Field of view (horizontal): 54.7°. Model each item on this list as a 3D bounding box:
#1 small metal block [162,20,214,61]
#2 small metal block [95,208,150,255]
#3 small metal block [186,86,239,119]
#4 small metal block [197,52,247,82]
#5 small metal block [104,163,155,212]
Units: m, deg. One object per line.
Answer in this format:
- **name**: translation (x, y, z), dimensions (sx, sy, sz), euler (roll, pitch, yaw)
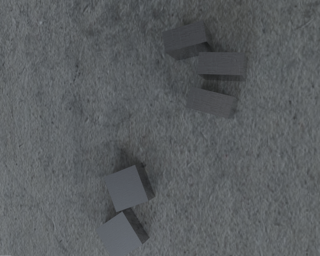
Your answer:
- **small metal block**: translation (0.036, -0.106, 0.382), dimensions (0.050, 0.050, 0.025), euler (-10, 87, 19)
- **small metal block**: translation (-0.051, 0.146, 0.426), dimensions (0.050, 0.025, 0.050), euler (-37, 79, 16)
- **small metal block**: translation (0.064, -0.029, 0.373), dimensions (0.050, 0.050, 0.025), euler (17, 96, 19)
- **small metal block**: translation (0.076, -0.072, 0.369), dimensions (0.050, 0.050, 0.025), euler (5, 92, 19)
- **small metal block**: translation (-0.041, 0.081, 0.423), dimensions (0.050, 0.025, 0.050), euler (-23, 83, 18)
